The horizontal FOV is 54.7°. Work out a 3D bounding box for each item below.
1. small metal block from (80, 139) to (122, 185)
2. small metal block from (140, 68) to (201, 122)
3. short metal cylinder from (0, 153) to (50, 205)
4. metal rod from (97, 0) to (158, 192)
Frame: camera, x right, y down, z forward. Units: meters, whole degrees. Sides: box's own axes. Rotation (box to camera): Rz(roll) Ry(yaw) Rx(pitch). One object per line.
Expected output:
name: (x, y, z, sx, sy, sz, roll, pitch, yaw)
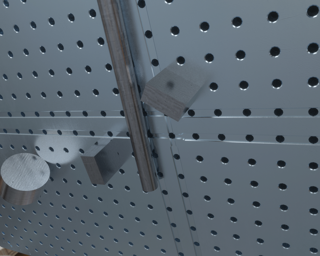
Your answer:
small metal block: (-0.088, 0.051, 0.473, 0.025, 0.050, 0.050, -1, 118, 29)
small metal block: (0.013, -0.040, 0.363, 0.050, 0.050, 0.025, 30, 128, 9)
short metal cylinder: (-0.248, 0.092, 0.564, 0.080, 0.080, 0.050, 36, 129, 4)
metal rod: (-0.039, -0.041, 0.406, 0.025, 0.025, 0.298, 4, 120, 26)
